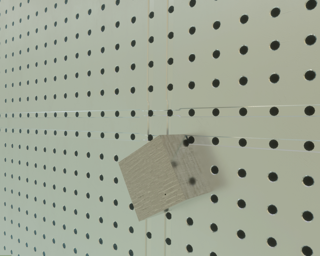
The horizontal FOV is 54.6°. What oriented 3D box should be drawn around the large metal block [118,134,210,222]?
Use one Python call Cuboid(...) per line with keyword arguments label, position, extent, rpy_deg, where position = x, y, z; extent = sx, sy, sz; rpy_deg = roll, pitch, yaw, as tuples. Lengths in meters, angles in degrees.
Cuboid(label="large metal block", position=(0.003, 0.062, 0.392), extent=(0.080, 0.050, 0.080), rpy_deg=(-35, 69, 34))
